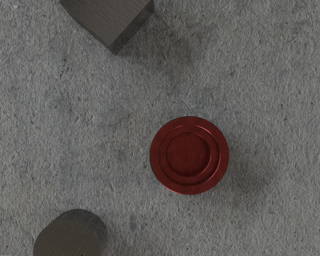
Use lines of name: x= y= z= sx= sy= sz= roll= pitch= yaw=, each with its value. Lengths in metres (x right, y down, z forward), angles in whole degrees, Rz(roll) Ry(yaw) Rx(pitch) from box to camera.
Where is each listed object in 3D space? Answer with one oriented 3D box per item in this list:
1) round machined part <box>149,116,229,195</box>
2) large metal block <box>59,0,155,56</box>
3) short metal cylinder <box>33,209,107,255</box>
round machined part: x=0.036 y=0.034 z=0.402 sx=0.099 sy=0.042 sz=0.097 roll=0 pitch=90 yaw=0
large metal block: x=-0.064 y=-0.155 z=0.397 sx=0.080 sy=0.050 sz=0.080 roll=41 pitch=90 yaw=0
short metal cylinder: x=-0.112 y=0.150 z=0.397 sx=0.081 sy=0.050 sz=0.080 roll=0 pitch=90 yaw=0
